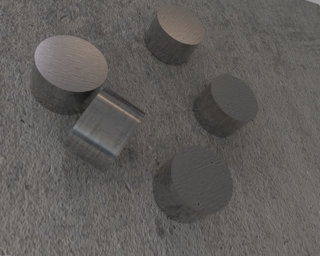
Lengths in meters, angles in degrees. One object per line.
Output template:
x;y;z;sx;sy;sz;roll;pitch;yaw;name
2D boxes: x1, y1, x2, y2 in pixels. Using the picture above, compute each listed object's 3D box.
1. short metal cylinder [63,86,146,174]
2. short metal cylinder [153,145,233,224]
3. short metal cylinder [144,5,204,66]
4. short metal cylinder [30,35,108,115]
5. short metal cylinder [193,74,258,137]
-0.059;0.002;0.335;0.050;0.080;0.080;34;51;-6;short metal cylinder
0.038;0.067;0.367;0.081;0.050;0.080;14;56;-21;short metal cylinder
0.022;-0.146;0.488;0.081;0.050;0.080;14;56;-21;short metal cylinder
-0.108;-0.062;0.367;0.081;0.050;0.080;14;56;-21;short metal cylinder
0.097;-0.033;0.459;0.081;0.050;0.080;14;56;-21;short metal cylinder
